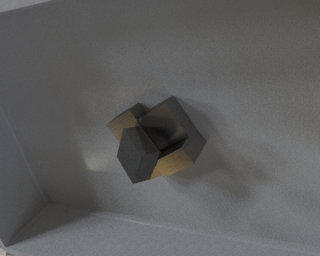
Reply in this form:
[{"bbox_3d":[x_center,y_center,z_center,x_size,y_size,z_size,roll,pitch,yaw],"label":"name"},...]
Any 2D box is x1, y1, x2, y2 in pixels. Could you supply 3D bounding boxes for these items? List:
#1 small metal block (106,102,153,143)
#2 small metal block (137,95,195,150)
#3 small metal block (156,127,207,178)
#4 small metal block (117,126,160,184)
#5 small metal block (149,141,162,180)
[{"bbox_3d":[-0.037,0.001,0.425,0.050,0.025,0.050,-28,104,37],"label":"small metal block"},{"bbox_3d":[0.008,-0.006,0.398,0.050,0.025,0.050,-28,104,37],"label":"small metal block"},{"bbox_3d":[0.026,0.031,0.395,0.050,0.050,0.025,-32,101,37],"label":"small metal block"},{"bbox_3d":[-0.029,0.033,0.393,0.050,0.025,0.050,52,138,37],"label":"small metal block"},{"bbox_3d":[-0.008,0.040,0.434,0.050,0.025,0.050,-28,104,37],"label":"small metal block"}]
